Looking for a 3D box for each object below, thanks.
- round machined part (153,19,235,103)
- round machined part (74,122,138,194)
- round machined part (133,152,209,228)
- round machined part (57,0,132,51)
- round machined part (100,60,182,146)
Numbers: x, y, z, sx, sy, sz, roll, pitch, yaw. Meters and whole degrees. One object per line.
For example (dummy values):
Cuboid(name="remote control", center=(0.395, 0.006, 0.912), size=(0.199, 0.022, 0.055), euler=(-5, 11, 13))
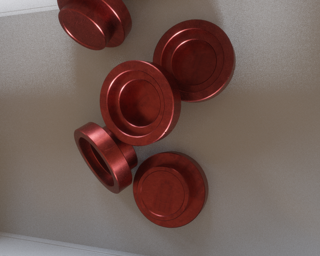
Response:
Cuboid(name="round machined part", center=(0.044, -0.080, 0.385), size=(0.098, 0.042, 0.097), euler=(0, 90, 19))
Cuboid(name="round machined part", center=(-0.067, 0.034, 0.405), size=(0.042, 0.098, 0.098), euler=(-34, 76, -27))
Cuboid(name="round machined part", center=(0.010, 0.080, 0.397), size=(0.098, 0.042, 0.097), euler=(0, 90, 19))
Cuboid(name="round machined part", center=(-0.089, -0.139, 0.399), size=(0.098, 0.098, 0.042), euler=(19, 66, 18))
Cuboid(name="round machined part", center=(-0.019, -0.030, 0.368), size=(0.098, 0.042, 0.097), euler=(5, 100, 27))
